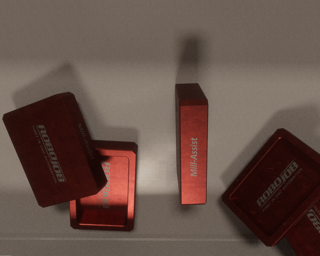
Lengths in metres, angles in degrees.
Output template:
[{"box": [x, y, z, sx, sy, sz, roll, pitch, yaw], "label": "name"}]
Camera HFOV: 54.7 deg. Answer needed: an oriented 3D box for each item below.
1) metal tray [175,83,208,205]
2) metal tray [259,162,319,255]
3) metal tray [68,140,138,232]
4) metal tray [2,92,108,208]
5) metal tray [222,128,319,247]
[{"box": [0.037, 0.017, 0.383, 0.030, 0.090, 0.129, -2, 110, 0], "label": "metal tray"}, {"box": [0.205, 0.118, 0.405, 0.090, 0.130, 0.030, -39, 151, 20], "label": "metal tray"}, {"box": [-0.080, 0.082, 0.437, 0.091, 0.030, 0.129, 3, 110, -2], "label": "metal tray"}, {"box": [-0.133, 0.029, 0.395, 0.090, 0.030, 0.129, -17, 98, 17], "label": "metal tray"}, {"box": [0.155, 0.077, 0.407, 0.030, 0.090, 0.129, 15, 115, -53], "label": "metal tray"}]
